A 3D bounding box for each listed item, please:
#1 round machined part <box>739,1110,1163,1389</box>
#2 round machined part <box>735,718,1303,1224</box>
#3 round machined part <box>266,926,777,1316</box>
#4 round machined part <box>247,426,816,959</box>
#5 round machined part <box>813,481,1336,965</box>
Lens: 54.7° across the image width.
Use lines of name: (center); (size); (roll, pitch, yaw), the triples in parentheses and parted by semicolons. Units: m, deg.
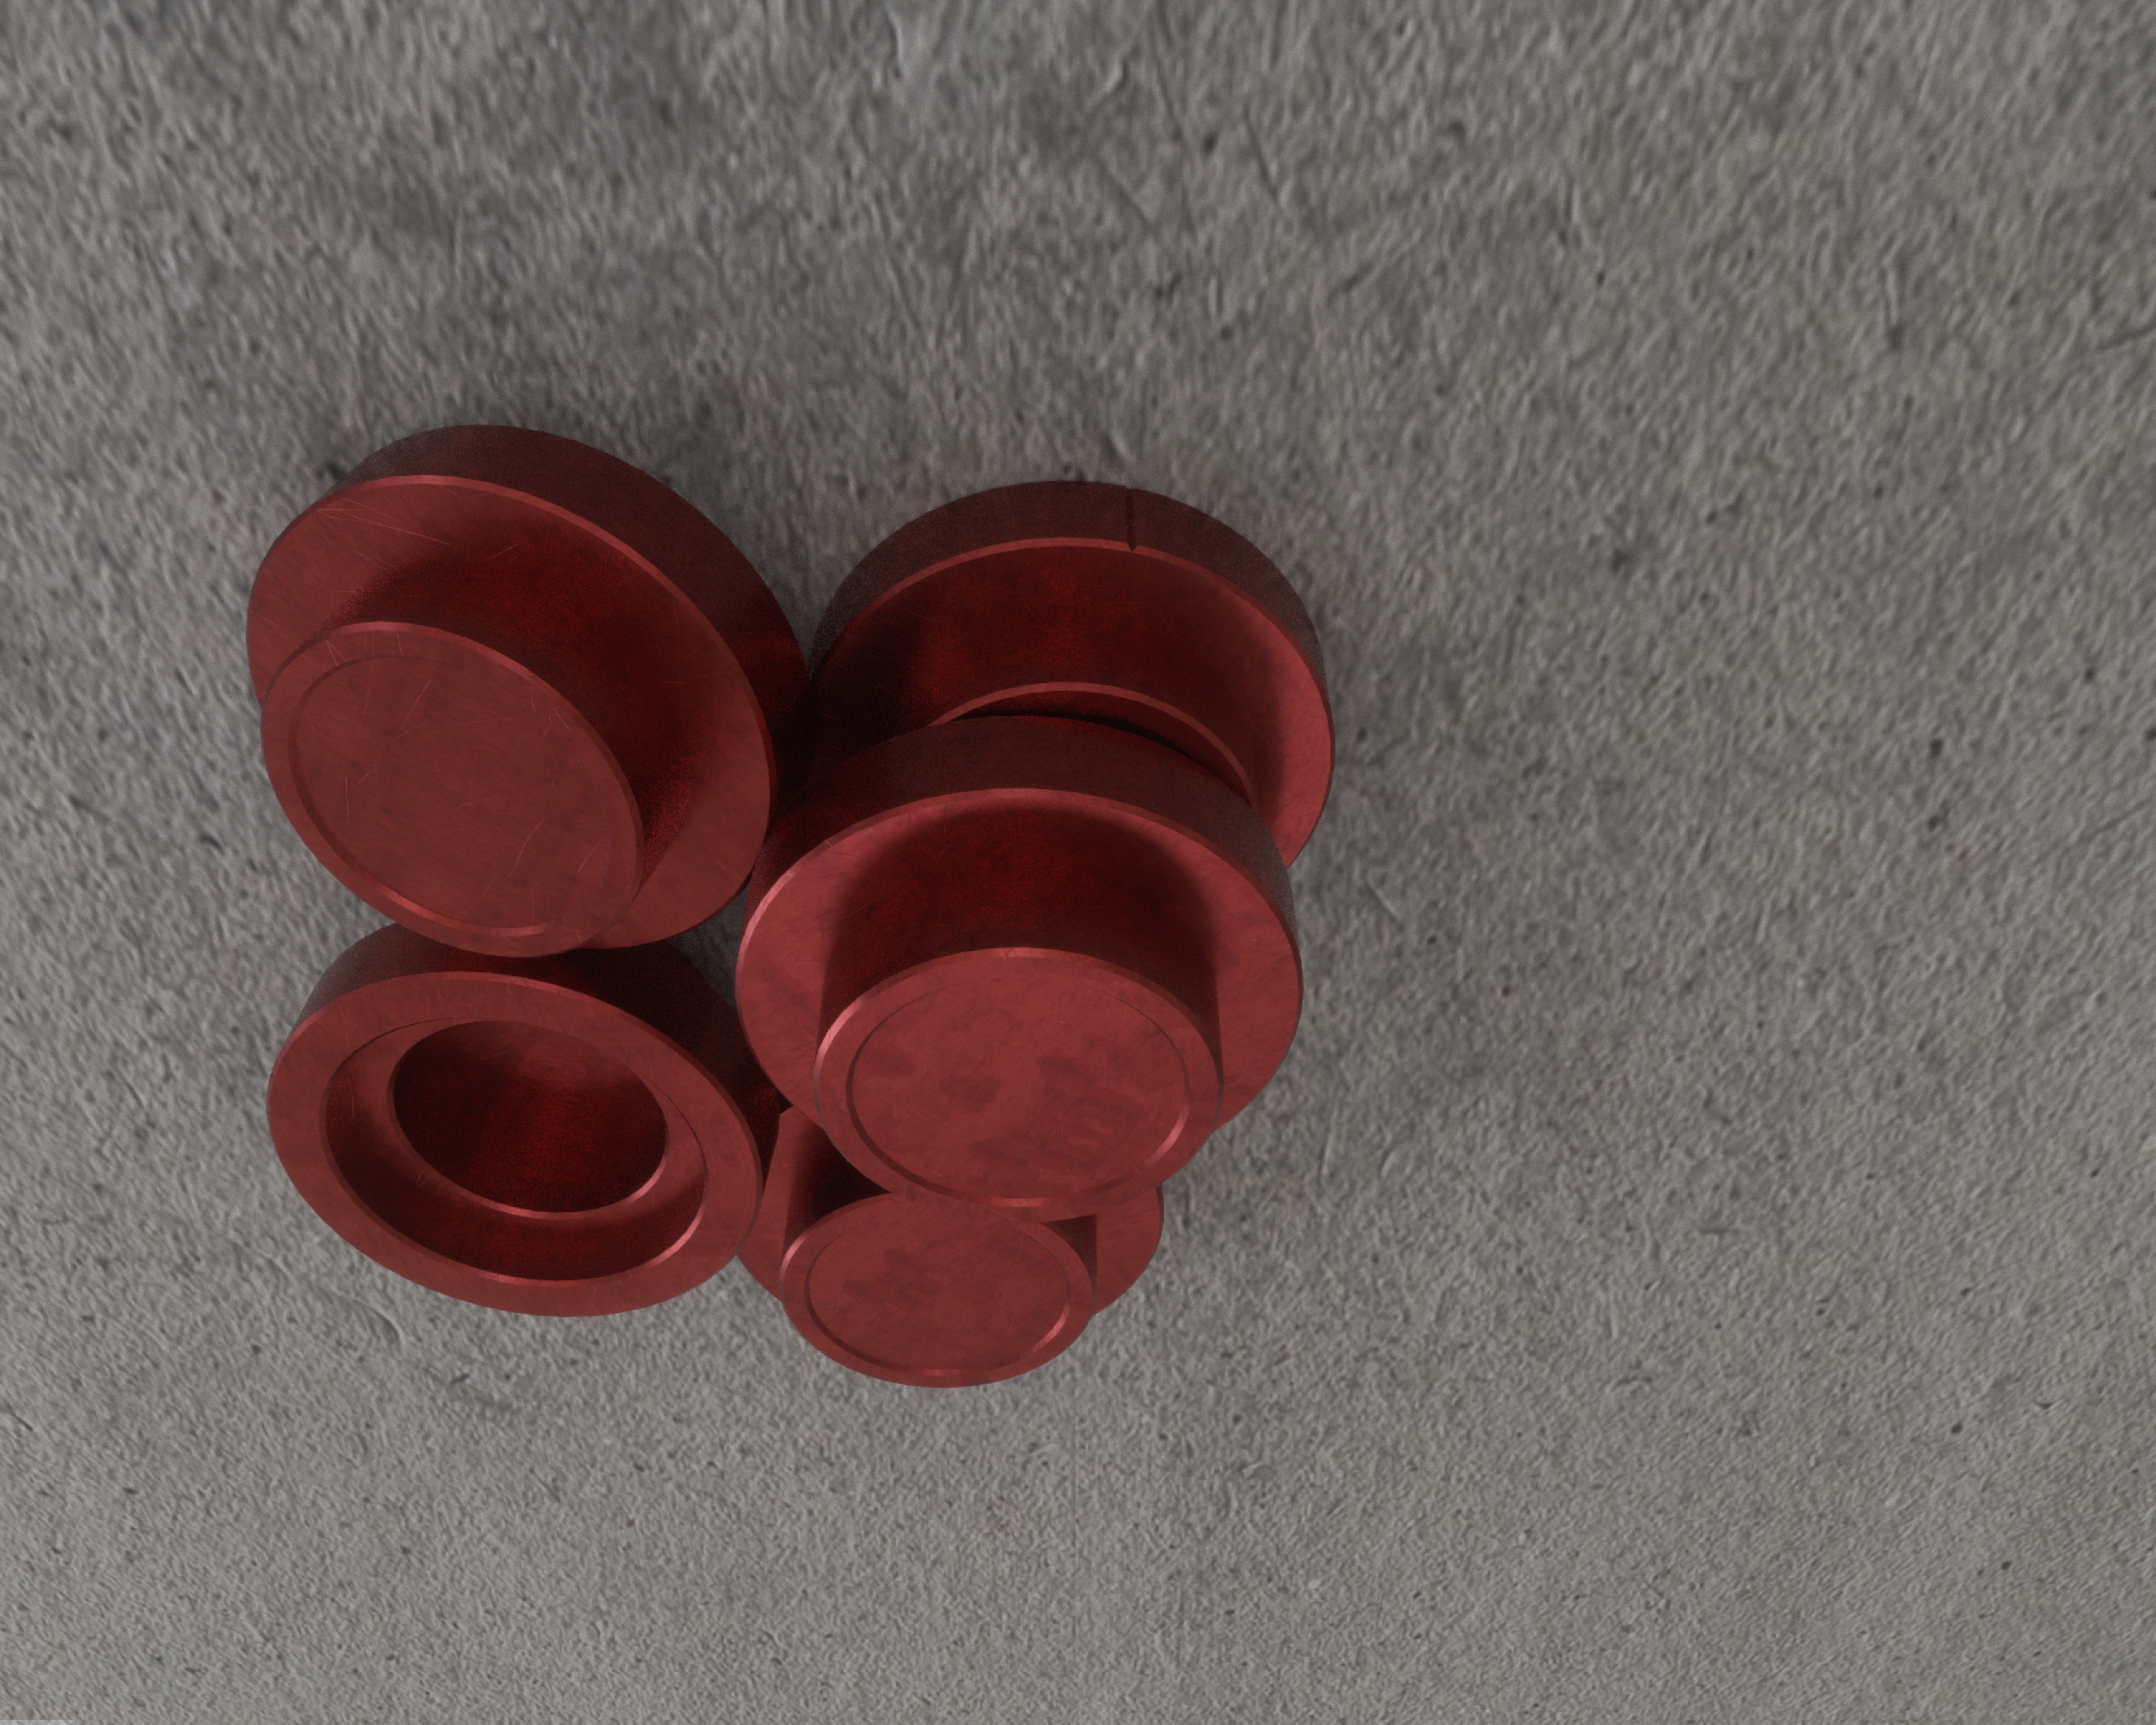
round machined part: (-0.030, 0.080, 0.464); (0.099, 0.042, 0.097); (0, 130, 0)
round machined part: (-0.010, 0.026, 0.362); (0.099, 0.042, 0.097); (-1, 132, -1)
round machined part: (-0.110, 0.046, 0.431); (0.099, 0.042, 0.097); (2, 128, 3)
round machined part: (-0.099, -0.022, 0.361); (0.098, 0.042, 0.097); (8, 128, 11)
round machined part: (-0.002, -0.017, 0.381); (0.099, 0.042, 0.097); (0, 130, 0)
